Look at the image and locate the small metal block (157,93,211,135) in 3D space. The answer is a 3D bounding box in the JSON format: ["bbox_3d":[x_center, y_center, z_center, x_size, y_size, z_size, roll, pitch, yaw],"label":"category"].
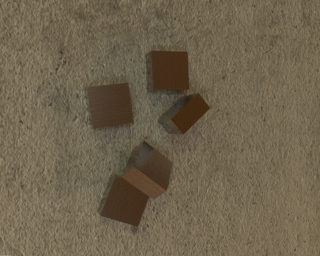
[{"bbox_3d":[0.030,-0.018,0.407,0.050,0.050,0.025,-43,104,-15],"label":"small metal block"}]

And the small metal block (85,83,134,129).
[{"bbox_3d":[-0.063,-0.028,0.385,0.050,0.025,0.050,-9,93,-20],"label":"small metal block"}]

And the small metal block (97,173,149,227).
[{"bbox_3d":[-0.045,0.091,0.393,0.050,0.025,0.050,23,82,-19],"label":"small metal block"}]

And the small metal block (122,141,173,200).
[{"bbox_3d":[-0.014,0.052,0.389,0.050,0.025,0.050,39,34,-16],"label":"small metal block"}]

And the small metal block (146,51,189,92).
[{"bbox_3d":[0.010,-0.075,0.412,0.050,0.025,0.050,-3,91,-20],"label":"small metal block"}]
